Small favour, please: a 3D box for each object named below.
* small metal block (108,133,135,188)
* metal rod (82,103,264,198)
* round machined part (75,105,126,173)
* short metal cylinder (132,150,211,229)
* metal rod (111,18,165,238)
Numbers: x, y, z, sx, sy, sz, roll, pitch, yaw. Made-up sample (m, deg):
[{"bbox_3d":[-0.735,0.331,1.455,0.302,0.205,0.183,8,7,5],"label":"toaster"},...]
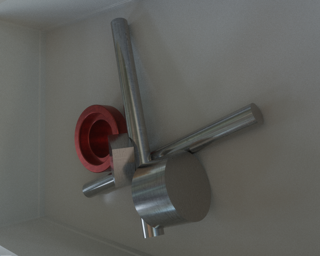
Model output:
[{"bbox_3d":[-0.048,0.039,0.389,0.050,0.025,0.050,-130,36,-66],"label":"small metal block"},{"bbox_3d":[-0.006,0.042,0.408,0.299,0.025,0.025,-28,73,36],"label":"metal rod"},{"bbox_3d":[-0.079,0.015,0.457,0.098,0.042,0.097,0,90,39],"label":"round machined part"},{"bbox_3d":[0.014,0.071,0.356,0.050,0.081,0.080,-25,75,37],"label":"short metal cylinder"},{"bbox_3d":[-0.033,-0.013,0.407,0.025,0.025,0.299,-24,68,37],"label":"metal rod"}]
